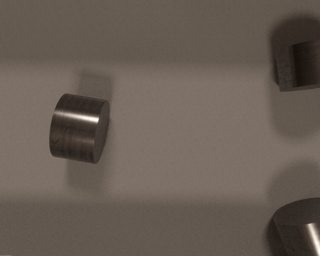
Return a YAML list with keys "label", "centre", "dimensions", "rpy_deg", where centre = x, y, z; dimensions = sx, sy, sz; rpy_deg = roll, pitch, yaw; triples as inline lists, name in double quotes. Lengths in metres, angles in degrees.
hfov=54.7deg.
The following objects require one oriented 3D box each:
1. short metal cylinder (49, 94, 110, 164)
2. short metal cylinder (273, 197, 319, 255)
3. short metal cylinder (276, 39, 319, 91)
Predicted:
- label: "short metal cylinder"
  centre: [-0.096, 0.001, 0.383]
  dimensions: [0.050, 0.080, 0.080]
  rpy_deg: [10, 90, 0]
- label: "short metal cylinder"
  centre: [0.190, 0.126, 0.387]
  dimensions: [0.080, 0.080, 0.050]
  rpy_deg: [-20, 90, 0]
- label: "short metal cylinder"
  centre: [0.190, -0.076, 0.386]
  dimensions: [0.081, 0.080, 0.050]
  rpy_deg: [-6, 90, 0]
